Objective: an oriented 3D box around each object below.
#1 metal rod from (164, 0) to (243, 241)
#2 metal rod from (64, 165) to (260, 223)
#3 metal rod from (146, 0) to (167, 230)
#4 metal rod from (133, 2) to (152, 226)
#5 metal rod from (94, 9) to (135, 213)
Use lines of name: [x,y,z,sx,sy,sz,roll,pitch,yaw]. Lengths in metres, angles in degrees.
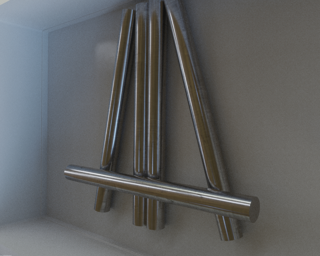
metal rod: [0.048,-0.023,0.366,0.025,0.025,0.299,-20,77,38]
metal rod: [-0.025,0.074,0.392,0.300,0.025,0.025,2,91,40]
metal rod: [-0.004,-0.018,0.409,0.025,0.025,0.298,1,91,40]
metal rod: [-0.023,-0.018,0.425,0.025,0.025,0.298,1,91,40]
metal rod: [-0.065,-0.020,0.460,0.025,0.025,0.298,16,100,39]
